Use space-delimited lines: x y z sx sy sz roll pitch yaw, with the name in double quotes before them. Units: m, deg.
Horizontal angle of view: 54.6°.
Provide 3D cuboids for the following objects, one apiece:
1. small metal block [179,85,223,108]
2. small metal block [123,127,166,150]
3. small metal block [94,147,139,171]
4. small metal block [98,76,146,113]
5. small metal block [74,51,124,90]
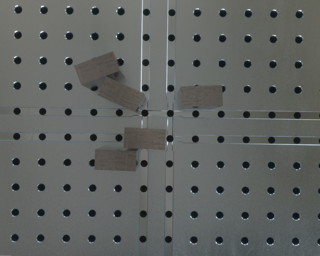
"small metal block" 0.051 -0.039 0.401 0.050 0.050 0.025 -2 90 0
"small metal block" -0.018 0.013 0.401 0.050 0.050 0.025 3 90 0
"small metal block" -0.054 0.039 0.401 0.050 0.050 0.025 2 90 0
"small metal block" -0.047 -0.041 0.401 0.050 0.050 0.025 24 90 0
"small metal block" -0.076 -0.073 0.400 0.050 0.050 0.025 -20 90 0
